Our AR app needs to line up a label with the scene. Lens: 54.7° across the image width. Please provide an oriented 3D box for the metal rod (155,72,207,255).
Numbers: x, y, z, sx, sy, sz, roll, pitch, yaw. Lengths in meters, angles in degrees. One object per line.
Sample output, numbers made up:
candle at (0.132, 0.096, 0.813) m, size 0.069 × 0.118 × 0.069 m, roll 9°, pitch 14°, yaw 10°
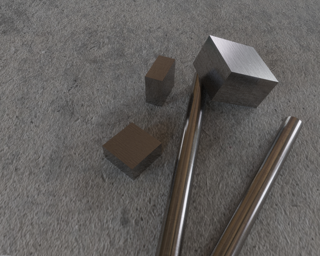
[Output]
metal rod at (0.033, 0.033, 0.375) m, size 0.025 × 0.025 × 0.300 m, roll 10°, pitch 51°, yaw 7°

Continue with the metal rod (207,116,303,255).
metal rod at (0.091, 0.089, 0.329) m, size 0.025 × 0.025 × 0.301 m, roll 28°, pitch 55°, yaw 21°

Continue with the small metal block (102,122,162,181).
small metal block at (-0.033, 0.027, 0.380) m, size 0.050 × 0.025 × 0.050 m, roll 34°, pitch 58°, yaw 25°

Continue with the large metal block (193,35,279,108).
large metal block at (0.104, -0.078, 0.436) m, size 0.081 × 0.050 × 0.080 m, roll 6°, pitch 46°, yaw -27°

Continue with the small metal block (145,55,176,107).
small metal block at (0.001, -0.067, 0.443) m, size 0.025 × 0.050 × 0.050 m, roll 17°, pitch 52°, yaw 14°
